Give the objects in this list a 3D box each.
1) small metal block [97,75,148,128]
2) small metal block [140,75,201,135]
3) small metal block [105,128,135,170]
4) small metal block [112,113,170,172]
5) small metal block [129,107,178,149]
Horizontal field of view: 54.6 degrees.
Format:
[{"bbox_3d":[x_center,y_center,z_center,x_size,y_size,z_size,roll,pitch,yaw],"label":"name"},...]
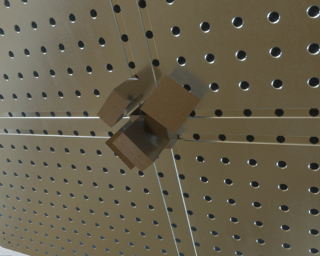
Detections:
[{"bbox_3d":[-0.048,-0.034,0.400,0.025,0.050,0.050,42,129,0],"label":"small metal block"},{"bbox_3d":[0.012,-0.027,0.371,0.050,0.025,0.050,37,89,4],"label":"small metal block"},{"bbox_3d":[-0.047,0.027,0.433,0.025,0.050,0.050,-43,95,2],"label":"small metal block"},{"bbox_3d":[-0.022,0.017,0.386,0.050,0.050,0.025,45,128,-4],"label":"small metal block"},{"bbox_3d":[-0.008,0.000,0.415,0.050,0.025,0.050,0,118,27],"label":"small metal block"}]
